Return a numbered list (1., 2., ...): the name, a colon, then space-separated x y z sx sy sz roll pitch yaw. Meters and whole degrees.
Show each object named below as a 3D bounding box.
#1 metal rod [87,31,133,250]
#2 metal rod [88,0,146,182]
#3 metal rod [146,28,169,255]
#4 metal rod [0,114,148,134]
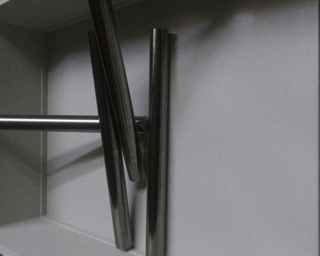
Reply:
1. metal rod: -0.065 0.025 0.418 0.025 0.025 0.298 6 107 40
2. metal rod: -0.053 -0.063 0.370 0.025 0.025 0.298 14 125 39
3. metal rod: -0.004 0.022 0.409 0.025 0.025 0.298 2 91 40
4. metal rod: -0.165 -0.007 0.465 0.301 0.025 0.025 1 91 15
